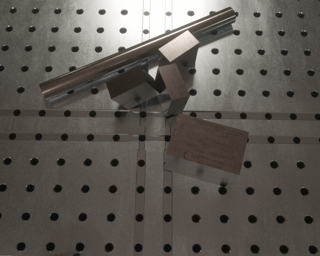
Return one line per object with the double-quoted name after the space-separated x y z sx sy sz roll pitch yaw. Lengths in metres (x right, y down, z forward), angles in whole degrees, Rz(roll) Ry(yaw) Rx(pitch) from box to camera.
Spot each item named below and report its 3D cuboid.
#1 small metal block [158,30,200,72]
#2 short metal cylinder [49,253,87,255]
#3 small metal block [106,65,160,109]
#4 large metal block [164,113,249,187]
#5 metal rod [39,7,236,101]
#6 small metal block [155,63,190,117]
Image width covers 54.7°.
0.025 -0.101 0.436 0.050 0.050 0.025 -36 74 -12 "small metal block"
-0.105 0.177 0.332 0.081 0.050 0.080 0 70 -1 "short metal cylinder"
-0.035 -0.052 0.409 0.050 0.050 0.025 -25 71 13 "small metal block"
0.052 0.029 0.372 0.080 0.080 0.050 16 71 5 "large metal block"
-0.025 -0.112 0.452 0.302 0.025 0.025 -25 72 -9 "metal rod"
0.014 -0.050 0.416 0.025 0.050 0.050 -16 71 -14 "small metal block"
